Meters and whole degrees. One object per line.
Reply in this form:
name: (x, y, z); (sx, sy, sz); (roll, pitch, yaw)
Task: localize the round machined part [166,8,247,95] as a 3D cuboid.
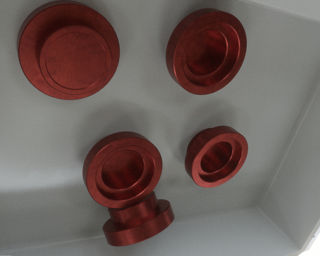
round machined part: (0.051, -0.092, 0.370); (0.099, 0.042, 0.097); (-14, 125, -21)

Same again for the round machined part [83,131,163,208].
round machined part: (-0.050, 0.049, 0.396); (0.099, 0.042, 0.097); (-10, 114, -24)

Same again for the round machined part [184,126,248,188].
round machined part: (0.080, 0.039, 0.468); (0.099, 0.042, 0.097); (-14, 125, -21)

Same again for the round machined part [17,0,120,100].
round machined part: (-0.086, -0.072, 0.307); (0.099, 0.042, 0.097); (-14, 125, -21)

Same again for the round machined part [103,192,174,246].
round machined part: (-0.033, 0.119, 0.430); (0.099, 0.098, 0.042); (-20, 93, -17)
